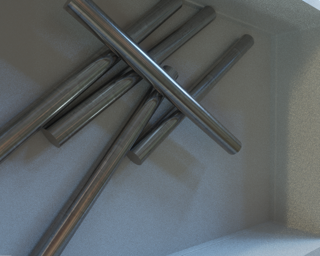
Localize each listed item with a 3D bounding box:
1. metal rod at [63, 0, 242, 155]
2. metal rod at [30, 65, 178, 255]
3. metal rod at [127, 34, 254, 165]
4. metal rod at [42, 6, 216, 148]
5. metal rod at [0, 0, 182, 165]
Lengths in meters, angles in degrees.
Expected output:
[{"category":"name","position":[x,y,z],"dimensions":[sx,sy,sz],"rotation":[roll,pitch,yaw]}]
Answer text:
[{"category":"metal rod","position":[0.013,-0.048,0.382],"dimensions":[0.301,0.025,0.025],"rotation":[38,67,-33]},{"category":"metal rod","position":[-0.060,0.041,0.356],"dimensions":[0.025,0.025,0.300],"rotation":[47,62,-30]},{"category":"metal rod","position":[0.059,-0.056,0.455],"dimensions":[0.301,0.025,0.025],"rotation":[-46,118,-30]},{"category":"metal rod","position":[-0.018,-0.081,0.390],"dimensions":[0.301,0.025,0.025],"rotation":[-45,117,-31]},{"category":"metal rod","position":[-0.067,-0.074,0.349],"dimensions":[0.301,0.025,0.025],"rotation":[-49,119,-29]}]
